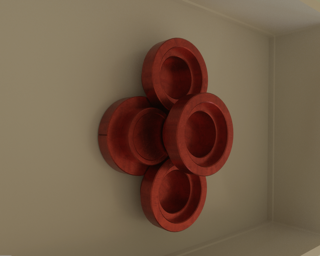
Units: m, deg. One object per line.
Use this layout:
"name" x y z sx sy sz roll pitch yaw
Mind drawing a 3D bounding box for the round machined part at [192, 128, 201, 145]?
"round machined part" 0.055 0.013 0.441 0.099 0.042 0.097 0 90 -40

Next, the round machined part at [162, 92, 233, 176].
"round machined part" 0.042 0.007 0.375 0.099 0.042 0.097 0 90 -40

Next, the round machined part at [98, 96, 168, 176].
"round machined part" -0.021 0.010 0.377 0.099 0.042 0.097 0 90 -40

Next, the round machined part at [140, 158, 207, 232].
"round machined part" 0.013 0.082 0.406 0.099 0.042 0.097 0 90 -40

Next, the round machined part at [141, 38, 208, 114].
"round machined part" 0.015 -0.065 0.407 0.099 0.042 0.097 0 90 -40
